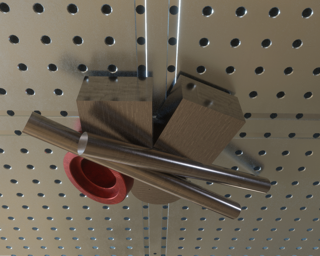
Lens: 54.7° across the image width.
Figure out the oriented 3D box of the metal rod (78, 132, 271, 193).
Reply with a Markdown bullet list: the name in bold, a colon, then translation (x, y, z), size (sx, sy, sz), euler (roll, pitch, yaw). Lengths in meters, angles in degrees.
- **metal rod**: translation (0.041, 0.053, 0.403), size (0.302, 0.025, 0.025), euler (17, 130, -33)

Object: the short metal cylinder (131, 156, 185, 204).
- **short metal cylinder**: translation (-0.001, 0.065, 0.445), size (0.081, 0.050, 0.079), euler (0, 130, 0)

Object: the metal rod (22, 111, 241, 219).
- **metal rod**: translation (-0.017, 0.056, 0.387), size (0.301, 0.025, 0.025), euler (27, 125, -23)

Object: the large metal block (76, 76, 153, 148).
- **large metal block**: translation (-0.049, -0.015, 0.373), size (0.081, 0.050, 0.079), euler (1, 130, -1)

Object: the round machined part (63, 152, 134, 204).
- **round machined part**: translation (-0.079, 0.056, 0.428), size (0.098, 0.042, 0.097), euler (14, 129, 18)

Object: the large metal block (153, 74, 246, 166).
- **large metal block**: translation (0.044, -0.008, 0.383), size (0.080, 0.050, 0.079), euler (19, 128, -16)
